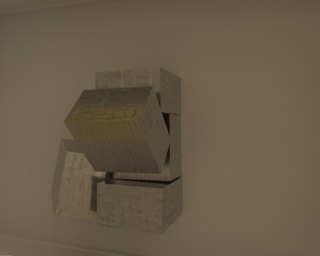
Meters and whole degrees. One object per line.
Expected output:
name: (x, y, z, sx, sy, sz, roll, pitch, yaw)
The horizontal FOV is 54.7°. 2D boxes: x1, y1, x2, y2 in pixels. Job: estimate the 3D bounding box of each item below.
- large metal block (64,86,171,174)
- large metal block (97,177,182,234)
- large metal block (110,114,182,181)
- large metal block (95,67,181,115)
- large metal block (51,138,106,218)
large metal block: (-0.041, 0.004, 0.333, 0.080, 0.080, 0.050, -1, 45, 19)
large metal block: (-0.022, 0.090, 0.386, 0.080, 0.080, 0.050, 1, 90, 19)
large metal block: (-0.018, 0.023, 0.403, 0.080, 0.050, 0.079, -1, 90, 19)
large metal block: (-0.024, -0.041, 0.386, 0.080, 0.080, 0.050, -1, 90, 19)
large metal block: (-0.108, 0.063, 0.408, 0.050, 0.080, 0.079, 10, 95, -24)
